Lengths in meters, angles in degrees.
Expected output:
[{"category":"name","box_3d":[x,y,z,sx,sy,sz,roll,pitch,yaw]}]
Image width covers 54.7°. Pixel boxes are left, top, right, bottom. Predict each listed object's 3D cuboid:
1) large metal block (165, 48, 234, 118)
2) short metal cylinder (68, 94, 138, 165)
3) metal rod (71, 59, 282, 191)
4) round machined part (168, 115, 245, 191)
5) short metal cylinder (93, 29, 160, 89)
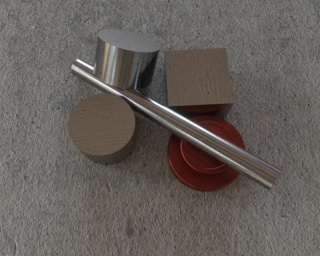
[{"category":"large metal block","box_3d":[0.048,-0.057,0.415,0.081,0.050,0.080,-3,70,-1]},{"category":"short metal cylinder","box_3d":[-0.070,0.003,0.395,0.081,0.050,0.080,0,70,0]},{"category":"metal rod","box_3d":[0.001,-0.016,0.379,0.300,0.025,0.025,31,72,24]},{"category":"round machined part","box_3d":[0.059,0.028,0.390,0.099,0.042,0.098,0,70,0]},{"category":"short metal cylinder","box_3d":[-0.044,-0.092,0.409,0.081,0.050,0.080,12,31,-7]}]
